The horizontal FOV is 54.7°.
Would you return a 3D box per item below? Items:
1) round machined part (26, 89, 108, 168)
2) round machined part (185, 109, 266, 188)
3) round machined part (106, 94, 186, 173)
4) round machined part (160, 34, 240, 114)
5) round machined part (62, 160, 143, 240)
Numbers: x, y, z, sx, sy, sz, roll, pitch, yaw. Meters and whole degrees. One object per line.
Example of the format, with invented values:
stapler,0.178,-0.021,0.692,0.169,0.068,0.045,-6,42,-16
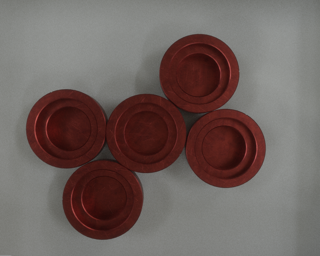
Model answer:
round machined part,-0.115,0.001,0.400,0.099,0.042,0.097,0,90,0
round machined part,0.081,0.025,0.401,0.099,0.042,0.097,0,90,0
round machined part,-0.017,0.007,0.399,0.099,0.042,0.097,0,90,0
round machined part,0.049,-0.067,0.401,0.099,0.042,0.097,0,90,0
round machined part,-0.070,0.088,0.399,0.099,0.042,0.097,0,90,0
